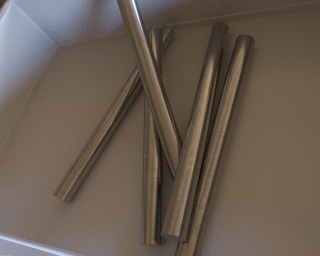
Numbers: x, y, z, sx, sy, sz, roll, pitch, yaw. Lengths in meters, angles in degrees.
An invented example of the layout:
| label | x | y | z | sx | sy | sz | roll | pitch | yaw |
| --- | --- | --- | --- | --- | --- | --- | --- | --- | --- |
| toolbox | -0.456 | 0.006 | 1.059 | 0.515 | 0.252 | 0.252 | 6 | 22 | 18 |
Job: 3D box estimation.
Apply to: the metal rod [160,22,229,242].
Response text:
| label | x | y | z | sx | sy | sz | roll | pitch | yaw |
| --- | --- | --- | --- | --- | --- | --- | --- | --- | --- |
| metal rod | 0.050 | -0.019 | 0.373 | 0.025 | 0.025 | 0.300 | -1 | 56 | 28 |

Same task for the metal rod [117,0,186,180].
| label | x | y | z | sx | sy | sz | roll | pitch | yaw |
| --- | --- | --- | --- | --- | --- | --- | --- | --- | --- |
| metal rod | -0.017 | -0.083 | 0.391 | 0.025 | 0.025 | 0.299 | -21 | 77 | 16 |

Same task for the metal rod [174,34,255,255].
| label | x | y | z | sx | sy | sz | roll | pitch | yaw |
| --- | --- | --- | --- | --- | --- | --- | --- | --- | --- |
| metal rod | 0.069 | 0.014 | 0.361 | 0.025 | 0.025 | 0.300 | 6 | 64 | 31 |

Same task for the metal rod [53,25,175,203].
| label | x | y | z | sx | sy | sz | roll | pitch | yaw |
| --- | --- | --- | --- | --- | --- | --- | --- | --- | --- |
| metal rod | -0.060 | -0.030 | 0.455 | 0.025 | 0.025 | 0.300 | 20 | 72 | 35 |

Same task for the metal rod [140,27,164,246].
| label | x | y | z | sx | sy | sz | roll | pitch | yaw |
| --- | --- | --- | --- | --- | --- | --- | --- | --- | --- |
| metal rod | -0.008 | -0.009 | 0.399 | 0.025 | 0.025 | 0.299 | -11 | 62 | 22 |
